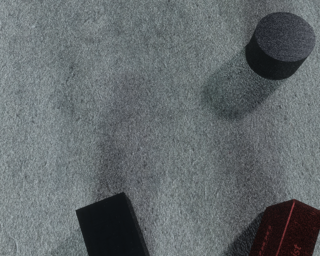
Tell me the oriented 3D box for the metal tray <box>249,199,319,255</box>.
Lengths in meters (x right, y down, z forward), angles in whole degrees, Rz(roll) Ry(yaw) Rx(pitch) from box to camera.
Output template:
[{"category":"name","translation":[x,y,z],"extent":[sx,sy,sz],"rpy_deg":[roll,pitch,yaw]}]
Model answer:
[{"category":"metal tray","translation":[0.117,0.144,0.322],"extent":[0.030,0.090,0.130],"rpy_deg":[25,72,8]}]

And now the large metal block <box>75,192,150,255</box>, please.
[{"category":"large metal block","translation":[-0.046,0.121,0.334],"extent":[0.050,0.080,0.080],"rpy_deg":[-20,72,-7]}]

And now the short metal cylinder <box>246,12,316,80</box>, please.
[{"category":"short metal cylinder","translation":[0.168,-0.115,0.438],"extent":[0.081,0.050,0.080],"rpy_deg":[0,70,0]}]
